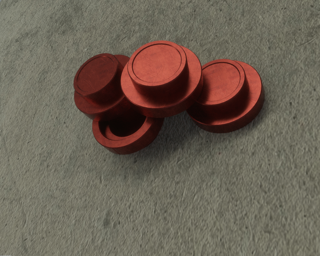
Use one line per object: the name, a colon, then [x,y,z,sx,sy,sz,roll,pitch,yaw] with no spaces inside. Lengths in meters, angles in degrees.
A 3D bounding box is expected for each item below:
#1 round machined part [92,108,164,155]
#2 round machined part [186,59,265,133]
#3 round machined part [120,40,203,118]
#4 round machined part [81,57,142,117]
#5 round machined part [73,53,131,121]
round machined part: [-0.038,-0.008,0.418,0.098,0.042,0.098,-13,56,20]
round machined part: [0.075,-0.046,0.382,0.098,0.042,0.098,-13,56,20]
round machined part: [0.000,-0.064,0.365,0.098,0.042,0.098,-5,60,10]
round machined part: [-0.082,-0.070,0.477,0.098,0.042,0.098,-13,56,20]
round machined part: [-0.075,-0.061,0.415,0.098,0.042,0.098,-13,56,20]
